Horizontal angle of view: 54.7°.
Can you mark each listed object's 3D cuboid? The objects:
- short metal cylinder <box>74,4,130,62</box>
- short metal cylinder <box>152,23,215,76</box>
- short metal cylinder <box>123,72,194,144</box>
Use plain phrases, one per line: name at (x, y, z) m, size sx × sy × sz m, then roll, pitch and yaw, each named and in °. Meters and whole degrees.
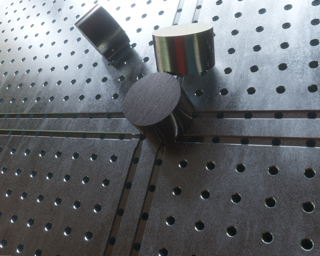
short metal cylinder at (-0.096, -0.158, 0.518) m, size 0.050 × 0.080 × 0.080 m, roll -43°, pitch 51°, yaw -1°
short metal cylinder at (0.032, -0.108, 0.417) m, size 0.080 × 0.050 × 0.080 m, roll -7°, pitch 27°, yaw 4°
short metal cylinder at (-0.001, -0.026, 0.408) m, size 0.080 × 0.050 × 0.080 m, roll -13°, pitch 56°, yaw 21°
